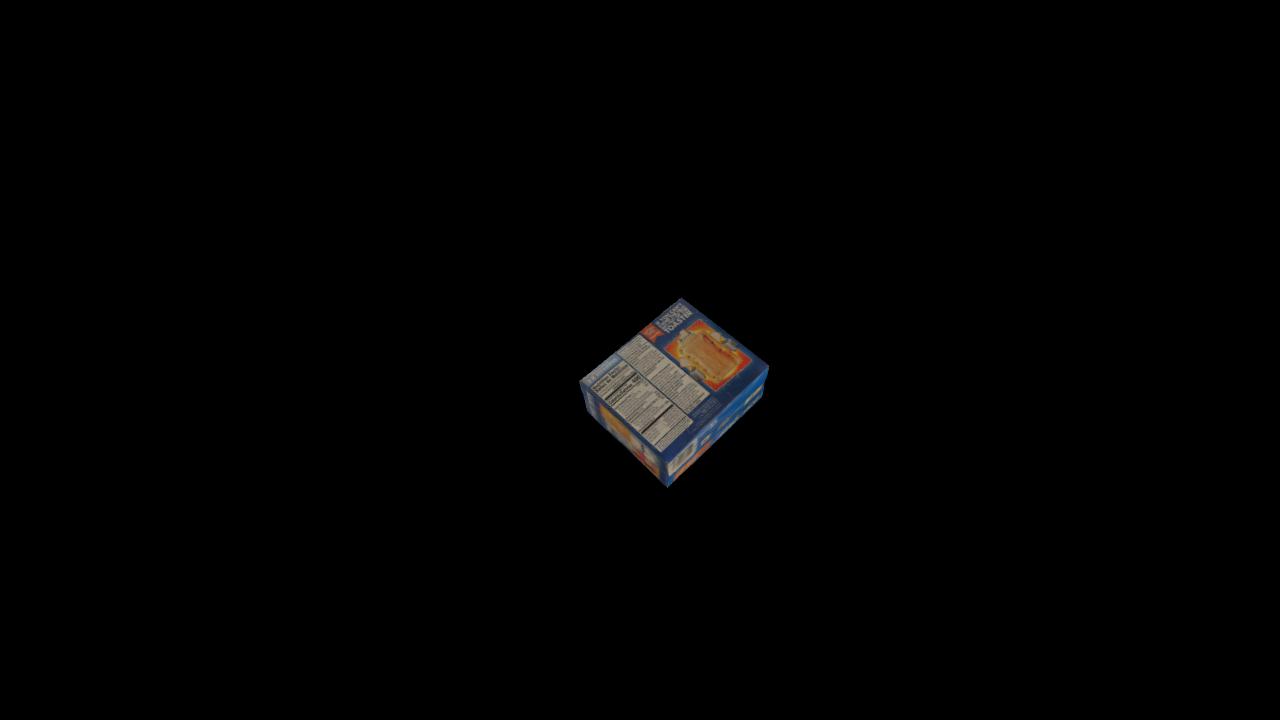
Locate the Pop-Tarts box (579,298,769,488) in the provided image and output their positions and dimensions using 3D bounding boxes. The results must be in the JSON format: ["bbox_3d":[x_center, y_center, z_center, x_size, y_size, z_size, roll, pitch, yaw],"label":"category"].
[{"bbox_3d":[0.040,0.035,0.717,0.167,0.141,0.083,-40,-24,-21],"label":"Pop-Tarts box"}]
